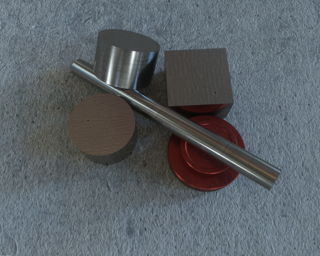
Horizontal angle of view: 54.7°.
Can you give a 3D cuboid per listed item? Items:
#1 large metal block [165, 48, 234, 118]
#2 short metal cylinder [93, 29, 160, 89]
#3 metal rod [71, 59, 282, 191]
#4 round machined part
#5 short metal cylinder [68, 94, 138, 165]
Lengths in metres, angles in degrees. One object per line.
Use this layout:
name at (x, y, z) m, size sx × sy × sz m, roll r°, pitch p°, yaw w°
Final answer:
large metal block at (0.048, -0.057, 0.415) m, size 0.081 × 0.050 × 0.080 m, roll -3°, pitch 70°, yaw -1°
short metal cylinder at (-0.044, -0.092, 0.409) m, size 0.081 × 0.050 × 0.080 m, roll 12°, pitch 31°, yaw -7°
metal rod at (0.001, -0.016, 0.379) m, size 0.300 × 0.025 × 0.025 m, roll 31°, pitch 72°, yaw 24°
round machined part at (0.059, 0.028, 0.390) m, size 0.099 × 0.042 × 0.098 m, roll 0°, pitch 70°, yaw 0°
short metal cylinder at (-0.070, 0.003, 0.395) m, size 0.081 × 0.050 × 0.080 m, roll 0°, pitch 70°, yaw 0°
